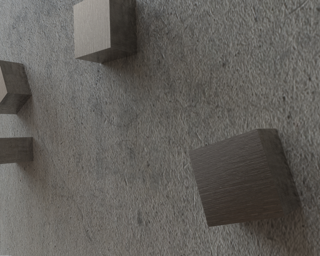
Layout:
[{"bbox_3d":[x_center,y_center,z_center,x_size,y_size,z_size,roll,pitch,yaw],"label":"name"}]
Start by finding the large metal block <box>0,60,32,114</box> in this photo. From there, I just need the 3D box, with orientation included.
[{"bbox_3d":[-0.322,-0.084,0.655,0.080,0.050,0.080,-36,68,34],"label":"large metal block"}]

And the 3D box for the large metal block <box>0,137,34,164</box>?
[{"bbox_3d":[-0.318,0.046,0.632,0.080,0.081,0.050,-5,87,40],"label":"large metal block"}]

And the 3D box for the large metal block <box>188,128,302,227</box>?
[{"bbox_3d":[0.085,0.051,0.318,0.080,0.050,0.080,-23,76,37],"label":"large metal block"}]

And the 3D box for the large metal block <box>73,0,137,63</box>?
[{"bbox_3d":[-0.081,-0.145,0.456,0.080,0.050,0.080,-3,88,40],"label":"large metal block"}]
